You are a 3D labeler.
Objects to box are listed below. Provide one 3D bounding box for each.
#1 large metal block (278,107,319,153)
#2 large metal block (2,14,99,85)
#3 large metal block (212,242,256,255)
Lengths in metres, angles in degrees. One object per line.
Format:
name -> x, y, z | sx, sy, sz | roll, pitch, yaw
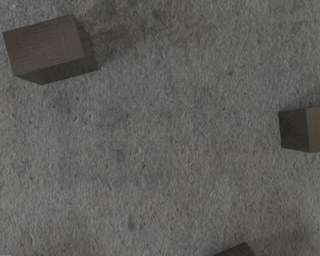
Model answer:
large metal block -> 0.205, -0.001, 0.385 | 0.081, 0.080, 0.050 | -6, 90, -1
large metal block -> -0.129, -0.092, 0.381 | 0.080, 0.080, 0.050 | -15, 90, 0
large metal block -> 0.096, 0.208, 0.399 | 0.080, 0.050, 0.080 | -22, 90, -1
